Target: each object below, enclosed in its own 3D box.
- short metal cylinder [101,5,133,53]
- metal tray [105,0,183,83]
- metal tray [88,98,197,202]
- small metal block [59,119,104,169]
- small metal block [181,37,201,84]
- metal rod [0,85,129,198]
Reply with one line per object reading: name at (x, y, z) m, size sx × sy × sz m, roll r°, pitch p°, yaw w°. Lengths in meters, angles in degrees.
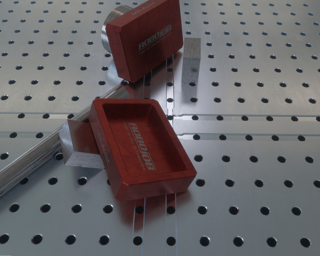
short metal cylinder at (-0.047, -0.148, 0.496) m, size 0.050 × 0.080 × 0.080 m, roll 32°, pitch 57°, yaw 24°
metal tray at (-0.018, -0.141, 0.478) m, size 0.030 × 0.090 × 0.131 m, roll 25°, pitch 52°, yaw 33°
metal tray at (-0.024, 0.018, 0.368) m, size 0.091 × 0.030 × 0.130 m, roll -2°, pitch 47°, yaw -30°
small metal block at (-0.090, 0.020, 0.374) m, size 0.050 × 0.025 × 0.050 m, roll 12°, pitch 39°, yaw -38°
small metal block at (0.048, -0.104, 0.479) m, size 0.025 × 0.050 × 0.050 m, roll 4°, pitch 50°, yaw 3°
metal rod at (-0.151, 0.035, 0.376) m, size 0.025 × 0.025 × 0.301 m, roll 33°, pitch 57°, yaw 24°
